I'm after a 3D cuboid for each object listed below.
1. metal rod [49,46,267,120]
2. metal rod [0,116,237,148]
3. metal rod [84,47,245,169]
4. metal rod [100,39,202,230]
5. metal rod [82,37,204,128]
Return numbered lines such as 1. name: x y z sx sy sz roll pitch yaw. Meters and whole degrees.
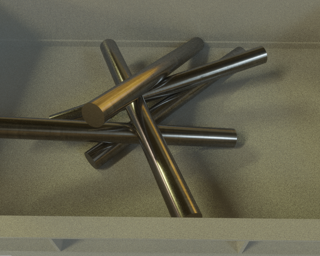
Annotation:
1. metal rod: 0.001 -0.054 0.421 0.302 0.025 0.025 -19 52 -5
2. metal rod: -0.055 0.005 0.366 0.302 0.025 0.025 3 49 -11
3. metal rod: 0.025 -0.041 0.439 0.302 0.025 0.025 -37 59 -27
4. metal rod: -0.026 -0.021 0.363 0.025 0.025 0.300 -15 48 -13
5. metal rod: 0.001 -0.077 0.406 0.025 0.025 0.301 21 33 16
